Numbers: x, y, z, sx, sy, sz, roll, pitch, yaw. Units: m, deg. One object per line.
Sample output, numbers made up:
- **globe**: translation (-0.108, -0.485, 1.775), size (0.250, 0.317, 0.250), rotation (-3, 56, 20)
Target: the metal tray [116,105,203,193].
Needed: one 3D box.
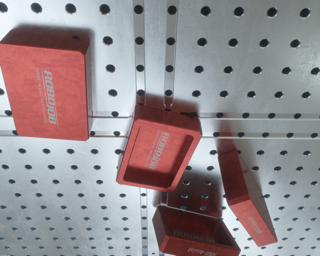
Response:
- **metal tray**: translation (-0.005, 0.034, 0.437), size (0.091, 0.030, 0.129), rotation (12, 129, -11)

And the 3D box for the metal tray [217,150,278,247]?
- **metal tray**: translation (0.130, 0.105, 0.460), size (0.030, 0.090, 0.130), rotation (-24, 127, 18)

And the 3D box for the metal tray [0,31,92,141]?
- **metal tray**: translation (-0.130, -0.044, 0.369), size (0.091, 0.030, 0.129), rotation (5, 130, -5)

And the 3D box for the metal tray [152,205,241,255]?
- **metal tray**: translation (0.058, 0.178, 0.518), size (0.131, 0.090, 0.030), rotation (17, 103, -14)
